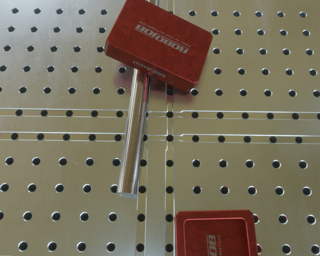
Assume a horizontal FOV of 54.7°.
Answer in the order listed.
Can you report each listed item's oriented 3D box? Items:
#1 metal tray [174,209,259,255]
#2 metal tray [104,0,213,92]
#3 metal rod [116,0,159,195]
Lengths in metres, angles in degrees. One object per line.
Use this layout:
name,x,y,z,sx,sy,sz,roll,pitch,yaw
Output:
metal tray,0.064,0.161,0.350,0.091,0.030,0.130,-1,70,-1
metal tray,0.000,-0.117,0.430,0.131,0.030,0.090,23,67,-9
metal rod,-0.027,-0.058,0.432,0.025,0.025,0.299,5,70,2
